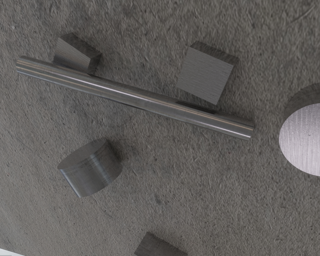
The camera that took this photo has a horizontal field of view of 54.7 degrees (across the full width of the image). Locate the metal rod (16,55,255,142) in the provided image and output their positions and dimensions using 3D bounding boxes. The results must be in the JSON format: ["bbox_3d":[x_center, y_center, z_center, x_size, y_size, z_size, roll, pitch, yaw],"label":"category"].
[{"bbox_3d":[-0.038,-0.039,0.380,0.301,0.025,0.025,17,126,10],"label":"metal rod"}]

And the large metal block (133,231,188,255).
[{"bbox_3d":[-0.007,0.242,0.544,0.080,0.050,0.079,26,128,12],"label":"large metal block"}]

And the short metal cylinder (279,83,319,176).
[{"bbox_3d":[0.163,0.001,0.305,0.080,0.050,0.079,13,124,21],"label":"short metal cylinder"}]

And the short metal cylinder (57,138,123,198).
[{"bbox_3d":[-0.103,0.058,0.461,0.080,0.080,0.050,-17,110,34],"label":"short metal cylinder"}]

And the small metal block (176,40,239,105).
[{"bbox_3d":[0.052,-0.061,0.342,0.050,0.025,0.050,27,128,11],"label":"small metal block"}]

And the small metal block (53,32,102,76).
[{"bbox_3d":[-0.111,-0.089,0.410,0.050,0.025,0.050,35,129,5],"label":"small metal block"}]
